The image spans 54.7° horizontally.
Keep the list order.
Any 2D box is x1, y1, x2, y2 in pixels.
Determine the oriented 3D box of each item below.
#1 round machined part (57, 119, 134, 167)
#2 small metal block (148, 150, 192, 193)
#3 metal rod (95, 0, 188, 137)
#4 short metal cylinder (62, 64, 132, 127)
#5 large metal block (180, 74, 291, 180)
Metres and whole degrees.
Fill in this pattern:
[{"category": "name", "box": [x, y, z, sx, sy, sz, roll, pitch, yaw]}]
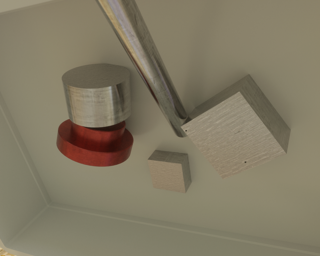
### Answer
[{"category": "round machined part", "box": [-0.083, 0.006, 0.409, 0.098, 0.098, 0.042, 22, 115, 14]}, {"category": "small metal block", "box": [0.014, 0.061, 0.438, 0.050, 0.025, 0.050, 4, 121, 25]}, {"category": "metal rod", "box": [-0.014, -0.065, 0.269, 0.025, 0.025, 0.300, 9, 157, 23]}, {"category": "short metal cylinder", "box": [-0.076, -0.043, 0.385, 0.080, 0.080, 0.050, 13, 124, 20]}, {"category": "large metal block", "box": [0.085, 0.000, 0.347, 0.080, 0.050, 0.080, -33, 101, 38]}]
